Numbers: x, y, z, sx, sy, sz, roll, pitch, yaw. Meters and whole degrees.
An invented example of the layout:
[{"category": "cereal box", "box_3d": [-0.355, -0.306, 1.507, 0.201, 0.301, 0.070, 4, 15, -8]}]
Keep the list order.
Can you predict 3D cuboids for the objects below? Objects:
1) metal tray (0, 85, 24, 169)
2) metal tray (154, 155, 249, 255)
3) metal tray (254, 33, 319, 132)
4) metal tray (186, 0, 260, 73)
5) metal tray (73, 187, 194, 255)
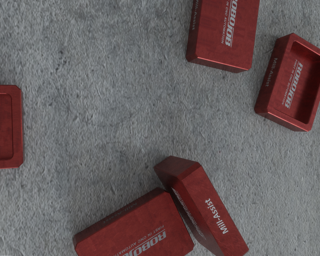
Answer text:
[{"category": "metal tray", "box_3d": [-0.216, 0.000, 0.326, 0.131, 0.030, 0.089, -2, 91, -20]}, {"category": "metal tray", "box_3d": [0.049, 0.100, 0.392, 0.030, 0.090, 0.130, -33, 101, -17]}, {"category": "metal tray", "box_3d": [0.209, -0.069, 0.482, 0.091, 0.030, 0.130, 22, 83, -19]}, {"category": "metal tray", "box_3d": [0.091, -0.151, 0.440, 0.091, 0.030, 0.129, 9, 87, -20]}, {"category": "metal tray", "box_3d": [-0.031, 0.147, 0.395, 0.131, 0.030, 0.090, -27, 99, -18]}]
